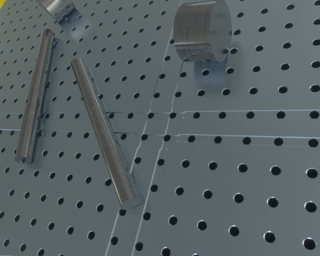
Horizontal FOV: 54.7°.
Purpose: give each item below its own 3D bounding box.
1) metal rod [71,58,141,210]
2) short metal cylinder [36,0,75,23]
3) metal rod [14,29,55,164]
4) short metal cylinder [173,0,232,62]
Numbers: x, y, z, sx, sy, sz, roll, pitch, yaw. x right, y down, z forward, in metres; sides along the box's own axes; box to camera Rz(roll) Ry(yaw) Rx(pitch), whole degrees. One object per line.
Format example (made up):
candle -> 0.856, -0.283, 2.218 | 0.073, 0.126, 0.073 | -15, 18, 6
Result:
metal rod -> -0.091, -0.012, 0.463 | 0.025, 0.025, 0.300 | -34, 51, 6
short metal cylinder -> -0.228, -0.272, 0.660 | 0.050, 0.080, 0.080 | -46, 51, -3
metal rod -> -0.226, -0.074, 0.572 | 0.025, 0.025, 0.299 | -17, 55, 19
short metal cylinder -> 0.060, -0.130, 0.421 | 0.050, 0.080, 0.080 | 7, 65, 31
